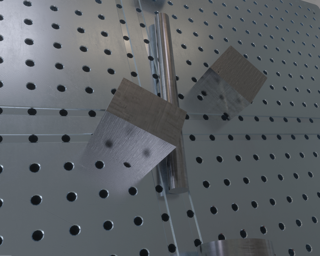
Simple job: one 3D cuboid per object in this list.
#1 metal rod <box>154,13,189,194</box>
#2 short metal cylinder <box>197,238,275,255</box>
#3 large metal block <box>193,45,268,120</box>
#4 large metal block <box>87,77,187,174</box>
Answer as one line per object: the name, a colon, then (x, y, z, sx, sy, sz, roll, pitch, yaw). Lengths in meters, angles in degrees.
metal rod: (0.013, -0.054, 0.447, 0.025, 0.025, 0.299, 10, 58, -23)
short metal cylinder: (0.082, 0.150, 0.325, 0.081, 0.080, 0.050, 12, 57, -22)
large metal block: (0.114, -0.074, 0.498, 0.080, 0.050, 0.080, 42, 51, 0)
large metal block: (-0.028, 0.001, 0.357, 0.080, 0.080, 0.050, 28, 52, -11)
